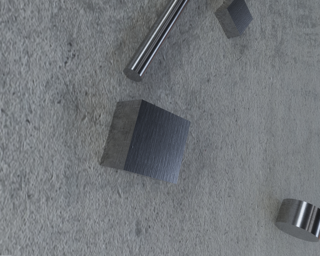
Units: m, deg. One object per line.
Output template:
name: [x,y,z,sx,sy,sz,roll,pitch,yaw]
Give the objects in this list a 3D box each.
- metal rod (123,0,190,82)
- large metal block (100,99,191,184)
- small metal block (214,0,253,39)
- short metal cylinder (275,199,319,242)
metal rod: [0.033,-0.187,0.433,0.025,0.025,0.300,43,64,-32]
large metal block: [-0.016,0.018,0.377,0.080,0.050,0.080,22,76,-38]
small metal block: [0.122,-0.184,0.510,0.050,0.025,0.050,-53,121,-27]
short metal cylinder: [0.272,0.179,0.601,0.080,0.080,0.050,43,64,-32]
